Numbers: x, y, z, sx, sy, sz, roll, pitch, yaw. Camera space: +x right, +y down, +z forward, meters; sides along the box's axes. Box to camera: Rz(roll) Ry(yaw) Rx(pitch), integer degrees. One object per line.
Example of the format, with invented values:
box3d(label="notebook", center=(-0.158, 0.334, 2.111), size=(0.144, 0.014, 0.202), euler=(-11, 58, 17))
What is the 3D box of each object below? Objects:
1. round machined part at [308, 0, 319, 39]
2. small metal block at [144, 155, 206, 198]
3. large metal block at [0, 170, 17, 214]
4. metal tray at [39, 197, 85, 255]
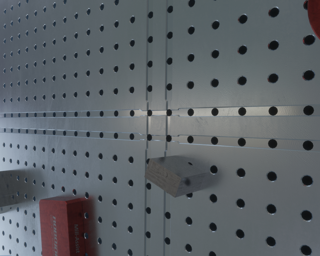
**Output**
box3d(label="round machined part", center=(0.178, -0.104, 0.251), size=(0.098, 0.042, 0.097), euler=(0, 90, 40))
box3d(label="small metal block", center=(0.018, 0.057, 0.378), size=(0.050, 0.050, 0.025), euler=(28, 107, 36))
box3d(label="large metal block", center=(-0.375, 0.150, 0.702), size=(0.080, 0.050, 0.080), euler=(-32, 71, 35))
box3d(label="metal tray", center=(-0.174, 0.191, 0.550), size=(0.090, 0.030, 0.129), euler=(-9, 84, 39))
